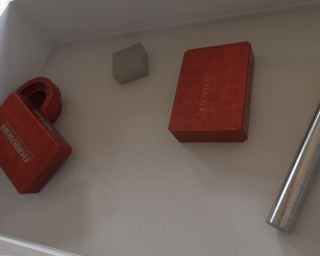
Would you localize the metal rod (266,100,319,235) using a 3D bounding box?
[{"bbox_3d":[0.185,-0.031,0.327,0.025,0.025,0.300,20,72,35],"label":"metal rod"}]

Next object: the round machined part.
[{"bbox_3d":[-0.206,-0.035,0.522,0.098,0.042,0.098,-13,56,20],"label":"round machined part"}]

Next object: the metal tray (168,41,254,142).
[{"bbox_3d":[0.068,-0.046,0.394,0.090,0.030,0.130,-1,61,27],"label":"metal tray"}]

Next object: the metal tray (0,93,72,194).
[{"bbox_3d":[-0.200,0.021,0.457,0.130,0.030,0.090,44,99,22],"label":"metal tray"}]

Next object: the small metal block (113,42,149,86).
[{"bbox_3d":[-0.047,-0.102,0.491,0.050,0.025,0.050,-17,55,17],"label":"small metal block"}]
